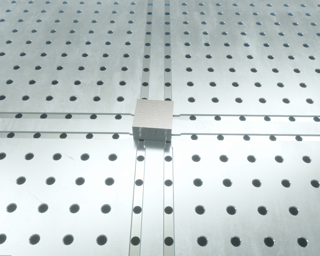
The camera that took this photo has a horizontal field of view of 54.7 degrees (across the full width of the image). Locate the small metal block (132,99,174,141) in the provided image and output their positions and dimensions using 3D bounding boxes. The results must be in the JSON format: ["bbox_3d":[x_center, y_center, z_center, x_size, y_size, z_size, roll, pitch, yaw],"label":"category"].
[{"bbox_3d":[-0.008,-0.011,0.417,0.050,0.025,0.050,4,50,3],"label":"small metal block"}]
